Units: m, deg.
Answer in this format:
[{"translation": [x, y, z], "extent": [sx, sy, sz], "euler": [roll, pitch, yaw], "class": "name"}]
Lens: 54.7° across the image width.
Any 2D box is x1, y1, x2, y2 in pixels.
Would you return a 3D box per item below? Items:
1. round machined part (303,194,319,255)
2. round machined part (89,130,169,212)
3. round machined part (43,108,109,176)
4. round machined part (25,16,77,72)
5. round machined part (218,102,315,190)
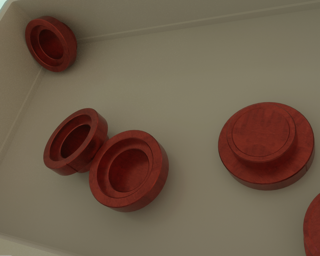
[{"translation": [0.152, 0.081, 0.236], "extent": [0.098, 0.042, 0.098], "euler": [-48, 25, 31], "class": "round machined part"}, {"translation": [-0.034, 0.055, 0.379], "extent": [0.098, 0.042, 0.098], "euler": [-13, 56, 21], "class": "round machined part"}, {"translation": [-0.110, 0.023, 0.430], "extent": [0.098, 0.042, 0.098], "euler": [-23, 43, 24], "class": "round machined part"}, {"translation": [-0.191, -0.155, 0.564], "extent": [0.098, 0.097, 0.042], "euler": [3, 34, 29], "class": "round machined part"}, {"translation": [0.110, 0.013, 0.329], "extent": [0.098, 0.042, 0.098], "euler": [-13, 56, 21], "class": "round machined part"}]
